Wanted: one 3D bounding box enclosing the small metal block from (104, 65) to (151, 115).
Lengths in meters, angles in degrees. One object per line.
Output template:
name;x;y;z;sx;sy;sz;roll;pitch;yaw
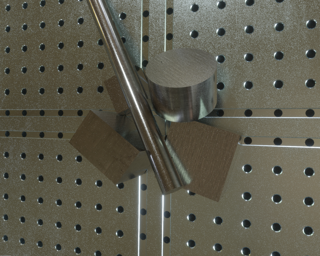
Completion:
small metal block;-0.042;-0.051;0.427;0.050;0.025;0.050;-25;82;18

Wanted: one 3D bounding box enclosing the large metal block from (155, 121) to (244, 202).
large metal block;0.050;0.034;0.381;0.080;0.050;0.080;19;96;18

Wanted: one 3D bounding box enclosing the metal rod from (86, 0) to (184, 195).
metal rod;-0.040;-0.060;0.394;0.025;0.025;0.299;-29;69;17

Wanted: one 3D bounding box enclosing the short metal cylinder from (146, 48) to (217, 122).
short metal cylinder;0.027;-0.052;0.366;0.080;0.080;0.050;9;137;19

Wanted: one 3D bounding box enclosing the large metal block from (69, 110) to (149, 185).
large metal block;-0.054;0.022;0.401;0.080;0.080;0.050;39;102;15
